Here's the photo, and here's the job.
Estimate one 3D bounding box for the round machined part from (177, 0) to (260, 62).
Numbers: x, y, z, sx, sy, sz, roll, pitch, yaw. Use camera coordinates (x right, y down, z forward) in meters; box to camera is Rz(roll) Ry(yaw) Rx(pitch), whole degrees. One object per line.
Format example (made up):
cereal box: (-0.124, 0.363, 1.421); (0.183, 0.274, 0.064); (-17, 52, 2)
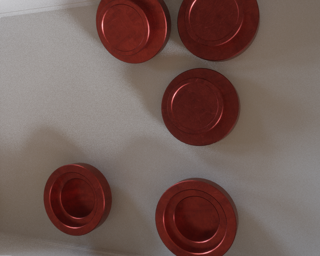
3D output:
round machined part: (0.068, -0.130, 0.371); (0.098, 0.042, 0.097); (3, 98, 19)

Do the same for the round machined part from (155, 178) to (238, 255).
round machined part: (0.047, 0.110, 0.385); (0.098, 0.042, 0.097); (0, 90, 20)

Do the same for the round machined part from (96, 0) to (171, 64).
round machined part: (-0.039, -0.130, 0.396); (0.098, 0.042, 0.097); (8, 118, 16)

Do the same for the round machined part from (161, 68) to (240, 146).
round machined part: (0.047, -0.026, 0.385); (0.098, 0.042, 0.097); (0, 90, 20)

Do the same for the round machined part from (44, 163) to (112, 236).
round machined part: (-0.112, 0.098, 0.441); (0.098, 0.042, 0.097); (0, 90, 20)
